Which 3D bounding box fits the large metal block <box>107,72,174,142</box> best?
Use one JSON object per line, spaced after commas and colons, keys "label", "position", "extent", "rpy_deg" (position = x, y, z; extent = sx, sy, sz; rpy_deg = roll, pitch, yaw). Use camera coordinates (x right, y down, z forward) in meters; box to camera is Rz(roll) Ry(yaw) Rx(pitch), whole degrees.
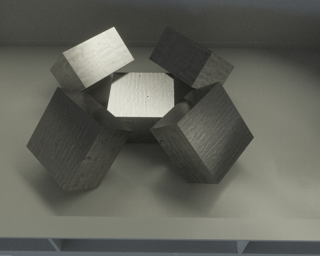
{"label": "large metal block", "position": [-0.023, -0.028, 0.409], "extent": [0.080, 0.050, 0.080], "rpy_deg": [1, 50, 0]}

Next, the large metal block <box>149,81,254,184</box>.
{"label": "large metal block", "position": [0.049, 0.006, 0.353], "extent": [0.080, 0.050, 0.080], "rpy_deg": [-44, 108, -31]}

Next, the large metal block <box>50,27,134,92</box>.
{"label": "large metal block", "position": [-0.096, -0.087, 0.429], "extent": [0.080, 0.080, 0.050], "rpy_deg": [-38, 103, -28]}

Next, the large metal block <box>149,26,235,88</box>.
{"label": "large metal block", "position": [0.046, -0.092, 0.438], "extent": [0.080, 0.050, 0.080], "rpy_deg": [39, 17, 28]}

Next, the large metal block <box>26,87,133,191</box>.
{"label": "large metal block", "position": [-0.092, 0.012, 0.349], "extent": [0.080, 0.050, 0.080], "rpy_deg": [39, 104, 27]}
